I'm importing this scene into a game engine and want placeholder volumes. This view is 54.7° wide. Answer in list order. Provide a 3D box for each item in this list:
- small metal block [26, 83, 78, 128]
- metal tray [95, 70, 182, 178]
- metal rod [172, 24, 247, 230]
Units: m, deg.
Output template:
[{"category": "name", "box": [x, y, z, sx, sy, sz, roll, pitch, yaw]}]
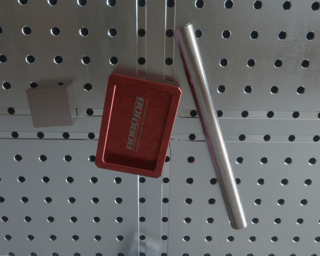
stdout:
[{"category": "small metal block", "box": [-0.139, -0.029, 0.401, 0.050, 0.025, 0.050, -4, 110, 1]}, {"category": "metal tray", "box": [-0.030, -0.003, 0.409, 0.091, 0.030, 0.129, 11, 110, -5]}, {"category": "metal rod", "box": [0.073, 0.012, 0.418, 0.025, 0.025, 0.298, -17, 110, 6]}]
